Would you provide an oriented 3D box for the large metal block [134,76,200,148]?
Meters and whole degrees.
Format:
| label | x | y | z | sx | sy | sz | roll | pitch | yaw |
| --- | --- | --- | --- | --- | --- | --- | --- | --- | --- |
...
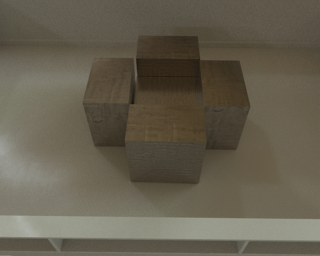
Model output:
| label | x | y | z | sx | sy | sz | roll | pitch | yaw |
| --- | --- | --- | --- | --- | --- | --- | --- | --- | --- |
| large metal block | 0.009 | -0.022 | 0.404 | 0.080 | 0.050 | 0.080 | 1 | 50 | 0 |

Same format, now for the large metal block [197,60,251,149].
| label | x | y | z | sx | sy | sz | roll | pitch | yaw |
| --- | --- | --- | --- | --- | --- | --- | --- | --- | --- |
| large metal block | 0.074 | -0.029 | 0.393 | 0.050 | 0.080 | 0.080 | 1 | 50 | 1 |

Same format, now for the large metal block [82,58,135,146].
| label | x | y | z | sx | sy | sz | roll | pitch | yaw |
| --- | --- | --- | --- | --- | --- | --- | --- | --- | --- |
| large metal block | -0.059 | -0.032 | 0.395 | 0.050 | 0.080 | 0.080 | 1 | 50 | 1 |

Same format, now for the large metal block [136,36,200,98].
| label | x | y | z | sx | sy | sz | roll | pitch | yaw |
| --- | --- | --- | --- | --- | --- | --- | --- | --- | --- |
| large metal block | 0.011 | -0.081 | 0.435 | 0.080 | 0.080 | 0.050 | 1 | 50 | 0 |

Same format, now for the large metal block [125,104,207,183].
| label | x | y | z | sx | sy | sz | roll | pitch | yaw |
| --- | --- | --- | --- | --- | --- | --- | --- | --- | --- |
| large metal block | 0.006 | 0.020 | 0.351 | 0.080 | 0.080 | 0.050 | 1 | 50 | 1 |
